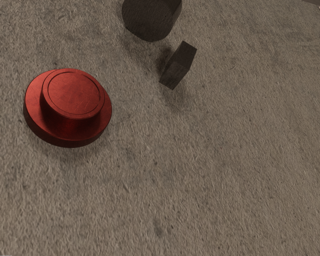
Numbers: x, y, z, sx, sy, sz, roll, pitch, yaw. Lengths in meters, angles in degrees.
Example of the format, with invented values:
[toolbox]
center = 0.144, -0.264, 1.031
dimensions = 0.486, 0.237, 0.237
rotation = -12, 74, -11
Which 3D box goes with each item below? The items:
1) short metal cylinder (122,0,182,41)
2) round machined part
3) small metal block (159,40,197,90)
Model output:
[short metal cylinder]
center = -0.012, -0.182, 0.475
dimensions = 0.080, 0.080, 0.050
rotation = 30, 52, -9
[round machined part]
center = -0.102, -0.030, 0.357
dimensions = 0.099, 0.042, 0.098
rotation = 14, 56, -21
[small metal block]
center = 0.027, -0.093, 0.461
dimensions = 0.025, 0.050, 0.050
rotation = 29, 52, -10
